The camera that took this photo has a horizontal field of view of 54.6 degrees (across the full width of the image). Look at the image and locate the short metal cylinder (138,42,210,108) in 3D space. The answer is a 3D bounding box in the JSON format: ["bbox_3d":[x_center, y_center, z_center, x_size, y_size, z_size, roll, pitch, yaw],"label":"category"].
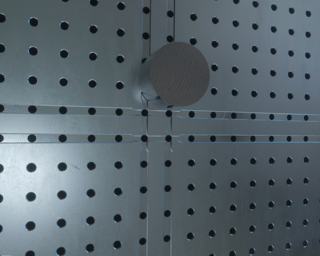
[{"bbox_3d":[0.017,-0.067,0.405,0.081,0.050,0.080,0,90,-20],"label":"short metal cylinder"}]
